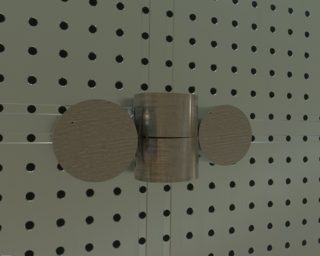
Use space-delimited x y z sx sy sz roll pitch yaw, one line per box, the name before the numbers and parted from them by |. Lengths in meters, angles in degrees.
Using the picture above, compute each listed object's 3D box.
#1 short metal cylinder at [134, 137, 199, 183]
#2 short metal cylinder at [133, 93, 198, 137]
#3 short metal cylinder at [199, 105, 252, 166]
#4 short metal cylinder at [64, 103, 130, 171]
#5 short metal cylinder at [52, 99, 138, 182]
short metal cylinder | 0.008 0.036 0.386 0.081 0.080 0.050 -1 91 -20
short metal cylinder | 0.007 -0.015 0.386 0.081 0.080 0.050 1 91 -20
short metal cylinder | 0.078 0.009 0.427 0.081 0.050 0.079 0 90 -20
short metal cylinder | -0.074 0.008 0.372 0.081 0.050 0.079 0 90 -20
short metal cylinder | -0.068 0.012 0.319 0.081 0.050 0.079 0 90 -20
